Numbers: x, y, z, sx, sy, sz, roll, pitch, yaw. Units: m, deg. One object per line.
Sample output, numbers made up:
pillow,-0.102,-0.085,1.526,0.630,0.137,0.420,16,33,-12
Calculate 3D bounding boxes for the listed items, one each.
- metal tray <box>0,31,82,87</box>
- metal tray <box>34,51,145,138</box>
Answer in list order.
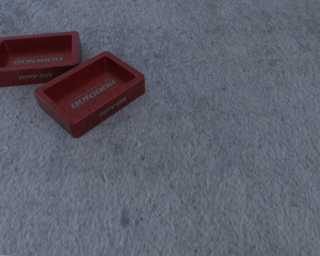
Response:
metal tray,-0.193,-0.111,0.490,0.131,0.030,0.090,-7,50,-6
metal tray,-0.096,-0.053,0.442,0.090,0.030,0.131,37,59,26
